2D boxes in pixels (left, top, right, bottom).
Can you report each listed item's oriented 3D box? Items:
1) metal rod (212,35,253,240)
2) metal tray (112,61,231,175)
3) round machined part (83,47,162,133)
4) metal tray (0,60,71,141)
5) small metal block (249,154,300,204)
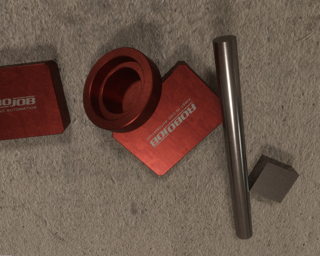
[{"bbox_3d":[0.098,0.033,0.399,0.025,0.025,0.298,-11,119,4],"label":"metal rod"},{"bbox_3d":[0.014,-0.011,0.403,0.090,0.030,0.130,42,104,-14],"label":"metal tray"},{"bbox_3d":[-0.040,-0.042,0.367,0.098,0.042,0.098,-7,75,28],"label":"round machined part"},{"bbox_3d":[-0.190,-0.033,0.392,0.131,0.030,0.089,-6,110,2],"label":"metal tray"},{"bbox_3d":[0.158,0.072,0.439,0.050,0.025,0.050,22,108,-9],"label":"small metal block"}]
